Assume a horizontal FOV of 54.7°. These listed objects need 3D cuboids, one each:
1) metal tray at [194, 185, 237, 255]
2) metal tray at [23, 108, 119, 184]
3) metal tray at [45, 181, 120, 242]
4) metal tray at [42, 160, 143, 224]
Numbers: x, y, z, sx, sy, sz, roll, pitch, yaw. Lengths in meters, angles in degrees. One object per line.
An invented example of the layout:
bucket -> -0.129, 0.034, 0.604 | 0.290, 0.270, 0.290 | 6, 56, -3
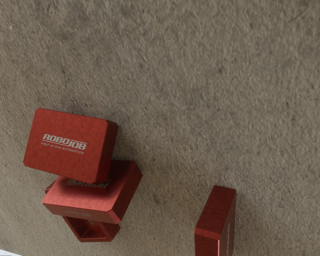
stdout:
metal tray -> 0.076, 0.155, 0.419 | 0.030, 0.090, 0.129 | 9, 122, 23
metal tray -> -0.132, 0.024, 0.455 | 0.130, 0.030, 0.090 | 10, 85, 22
metal tray -> -0.142, 0.151, 0.568 | 0.090, 0.030, 0.130 | -16, 111, 34
metal tray -> -0.101, 0.091, 0.469 | 0.130, 0.090, 0.030 | -1, 132, 28
